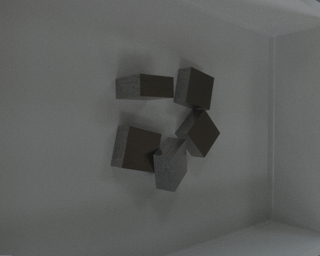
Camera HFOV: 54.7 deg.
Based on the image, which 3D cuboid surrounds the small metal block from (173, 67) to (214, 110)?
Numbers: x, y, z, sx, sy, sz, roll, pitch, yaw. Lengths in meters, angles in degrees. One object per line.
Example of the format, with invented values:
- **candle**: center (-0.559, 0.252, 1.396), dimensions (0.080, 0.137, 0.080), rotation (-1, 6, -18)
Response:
- **small metal block**: center (0.050, -0.056, 0.451), dimensions (0.050, 0.025, 0.050), rotation (16, 80, -39)

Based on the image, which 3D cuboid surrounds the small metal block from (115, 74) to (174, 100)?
- **small metal block**: center (-0.019, -0.048, 0.376), dimensions (0.050, 0.050, 0.025), rotation (-2, 92, -40)

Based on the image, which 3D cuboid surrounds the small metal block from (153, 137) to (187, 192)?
- **small metal block**: center (0.015, 0.046, 0.402), dimensions (0.050, 0.025, 0.050), rotation (-46, 137, -56)

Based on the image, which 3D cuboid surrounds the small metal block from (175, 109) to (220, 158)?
- **small metal block**: center (0.056, 0.008, 0.456), dimensions (0.050, 0.025, 0.050), rotation (-53, 121, -27)

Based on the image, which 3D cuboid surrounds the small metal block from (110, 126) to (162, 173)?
- **small metal block**: center (-0.029, 0.027, 0.384), dimensions (0.050, 0.025, 0.050), rotation (16, 80, -39)
